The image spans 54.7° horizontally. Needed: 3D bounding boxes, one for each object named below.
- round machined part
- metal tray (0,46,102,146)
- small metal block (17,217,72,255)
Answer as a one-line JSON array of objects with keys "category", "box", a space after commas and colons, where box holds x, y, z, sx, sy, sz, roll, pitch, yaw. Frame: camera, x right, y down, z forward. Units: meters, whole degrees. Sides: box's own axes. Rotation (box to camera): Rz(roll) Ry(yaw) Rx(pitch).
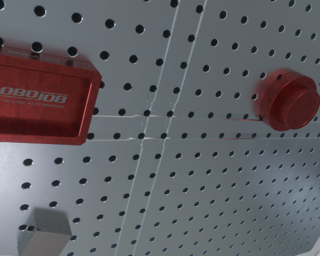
[{"category": "round machined part", "box": [0.214, -0.036, 0.495, 0.099, 0.042, 0.097, -14, 124, -21]}, {"category": "metal tray", "box": [-0.134, -0.030, 0.315, 0.131, 0.030, 0.089, 5, 116, -31]}, {"category": "small metal block", "box": [-0.156, 0.152, 0.420, 0.050, 0.025, 0.050, 25, 105, -37]}]
